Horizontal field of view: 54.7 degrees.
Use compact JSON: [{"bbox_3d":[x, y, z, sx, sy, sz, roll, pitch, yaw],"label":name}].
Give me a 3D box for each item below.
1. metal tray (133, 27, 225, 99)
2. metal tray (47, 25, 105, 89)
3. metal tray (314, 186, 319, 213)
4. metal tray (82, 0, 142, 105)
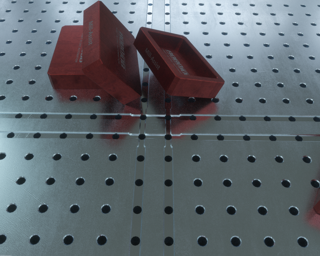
[{"bbox_3d":[0.026,-0.099,0.463,0.091,0.030,0.130,0,45,-35],"label":"metal tray"},{"bbox_3d":[-0.121,-0.118,0.502,0.091,0.030,0.130,-1,50,-1],"label":"metal tray"},{"bbox_3d":[0.243,0.059,0.358,0.090,0.030,0.130,25,54,19],"label":"metal tray"},{"bbox_3d":[-0.069,-0.108,0.446,0.030,0.090,0.130,-25,53,22],"label":"metal tray"}]
